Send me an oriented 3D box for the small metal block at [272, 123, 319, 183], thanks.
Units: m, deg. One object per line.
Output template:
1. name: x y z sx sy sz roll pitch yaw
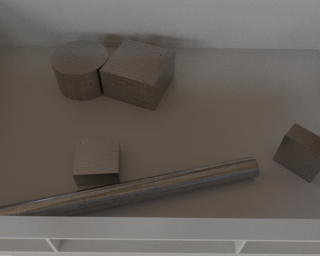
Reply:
1. small metal block: 0.169 0.030 0.366 0.050 0.050 0.025 35 58 25

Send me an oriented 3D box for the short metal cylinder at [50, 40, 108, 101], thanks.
1. short metal cylinder: -0.115 -0.086 0.460 0.081 0.050 0.080 0 50 0

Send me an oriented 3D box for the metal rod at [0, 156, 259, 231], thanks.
1. metal rod: -0.035 0.071 0.344 0.302 0.025 0.025 -10 51 -9

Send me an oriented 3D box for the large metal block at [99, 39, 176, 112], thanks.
1. large metal block: -0.030 -0.079 0.455 0.080 0.050 0.080 18 52 14

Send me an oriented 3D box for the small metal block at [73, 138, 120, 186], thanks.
1. small metal block: -0.074 0.040 0.370 0.050 0.025 0.050 -3 50 -3
